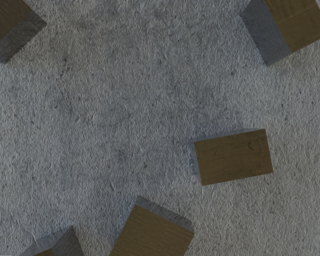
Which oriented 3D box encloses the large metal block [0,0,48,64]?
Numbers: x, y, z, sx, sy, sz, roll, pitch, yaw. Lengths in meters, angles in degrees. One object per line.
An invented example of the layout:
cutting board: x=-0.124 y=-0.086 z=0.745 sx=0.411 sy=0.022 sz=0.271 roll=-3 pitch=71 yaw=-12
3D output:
large metal block: x=-0.210 y=-0.142 z=0.396 sx=0.080 sy=0.050 sz=0.080 roll=-44 pitch=90 yaw=0

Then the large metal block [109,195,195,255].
large metal block: x=-0.012 y=0.145 z=0.397 sx=0.080 sy=0.050 sz=0.080 roll=26 pitch=90 yaw=0

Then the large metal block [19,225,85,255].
large metal block: x=-0.128 y=0.179 z=0.381 sx=0.050 sy=0.080 sz=0.080 roll=-22 pitch=90 yaw=0

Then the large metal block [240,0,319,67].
large metal block: x=0.150 y=-0.130 z=0.383 sx=0.050 sy=0.080 sz=0.080 roll=-28 pitch=90 yaw=0

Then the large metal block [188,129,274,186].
large metal block: x=0.082 y=0.032 z=0.383 sx=0.080 sy=0.080 sz=0.050 roll=-11 pitch=90 yaw=0
